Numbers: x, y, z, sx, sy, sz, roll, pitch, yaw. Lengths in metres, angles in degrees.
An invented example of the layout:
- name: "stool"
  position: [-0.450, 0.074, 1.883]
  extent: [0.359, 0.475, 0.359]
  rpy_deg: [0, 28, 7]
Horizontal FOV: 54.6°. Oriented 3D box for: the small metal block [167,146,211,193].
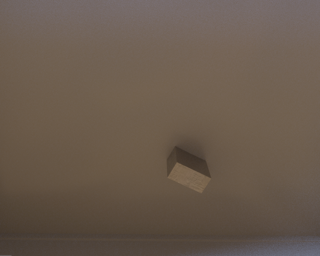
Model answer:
- name: "small metal block"
  position: [0.038, 0.055, 0.418]
  extent: [0.050, 0.050, 0.025]
  rpy_deg: [26, 108, -9]
